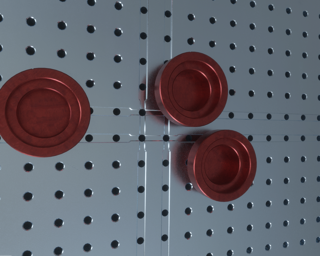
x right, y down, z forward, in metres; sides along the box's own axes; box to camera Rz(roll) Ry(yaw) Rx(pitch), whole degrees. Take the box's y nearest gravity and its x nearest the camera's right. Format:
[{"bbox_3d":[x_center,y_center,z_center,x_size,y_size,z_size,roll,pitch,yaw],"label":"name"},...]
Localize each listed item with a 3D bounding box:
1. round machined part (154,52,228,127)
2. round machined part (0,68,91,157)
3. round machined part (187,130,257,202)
[{"bbox_3d":[0.039,-0.050,0.419,0.099,0.042,0.097,0,90,-21],"label":"round machined part"},{"bbox_3d":[-0.132,-0.017,0.355,0.099,0.042,0.097,0,90,-21],"label":"round machined part"},{"bbox_3d":[0.083,0.051,0.436,0.099,0.042,0.097,0,90,-20],"label":"round machined part"}]
